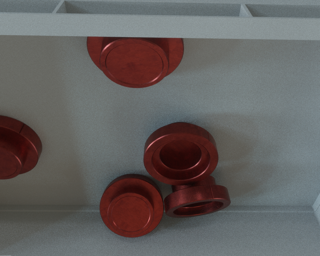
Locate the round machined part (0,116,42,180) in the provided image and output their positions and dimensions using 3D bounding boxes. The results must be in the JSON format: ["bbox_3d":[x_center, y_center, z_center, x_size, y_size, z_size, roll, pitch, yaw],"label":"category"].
[{"bbox_3d":[-0.218,0.033,0.423,0.099,0.042,0.097,-1,130,0],"label":"round machined part"}]

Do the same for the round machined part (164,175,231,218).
[{"bbox_3d":[0.054,0.103,0.472,0.099,0.042,0.098,-7,151,-4],"label":"round machined part"}]

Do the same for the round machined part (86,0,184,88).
[{"bbox_3d":[-0.025,-0.078,0.316,0.099,0.042,0.098,0,146,0],"label":"round machined part"}]

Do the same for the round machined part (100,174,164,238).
[{"bbox_3d":[-0.043,0.123,0.474,0.099,0.042,0.097,0,99,-2],"label":"round machined part"}]

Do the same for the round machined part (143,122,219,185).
[{"bbox_3d":[0.028,0.031,0.423,0.099,0.042,0.097,0,129,0],"label":"round machined part"}]
